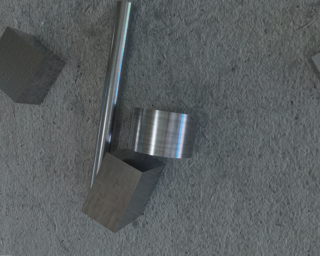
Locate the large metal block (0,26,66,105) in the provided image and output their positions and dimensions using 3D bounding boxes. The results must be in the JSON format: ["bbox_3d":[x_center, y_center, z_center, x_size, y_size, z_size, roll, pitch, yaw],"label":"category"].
[{"bbox_3d":[-0.205,-0.092,0.468,0.080,0.050,0.080,39,102,15],"label":"large metal block"}]

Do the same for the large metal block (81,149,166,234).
[{"bbox_3d":[-0.043,0.074,0.395,0.050,0.080,0.080,27,99,18],"label":"large metal block"}]

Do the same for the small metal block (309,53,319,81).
[{"bbox_3d":[0.201,-0.066,0.338,0.050,0.025,0.050,-28,81,17],"label":"small metal block"}]

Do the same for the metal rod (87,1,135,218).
[{"bbox_3d":[-0.071,-0.023,0.433,0.025,0.025,0.298,10,93,19],"label":"metal rod"}]

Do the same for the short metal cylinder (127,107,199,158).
[{"bbox_3d":[0.004,0.004,0.379,0.080,0.080,0.050,9,93,19],"label":"short metal cylinder"}]
